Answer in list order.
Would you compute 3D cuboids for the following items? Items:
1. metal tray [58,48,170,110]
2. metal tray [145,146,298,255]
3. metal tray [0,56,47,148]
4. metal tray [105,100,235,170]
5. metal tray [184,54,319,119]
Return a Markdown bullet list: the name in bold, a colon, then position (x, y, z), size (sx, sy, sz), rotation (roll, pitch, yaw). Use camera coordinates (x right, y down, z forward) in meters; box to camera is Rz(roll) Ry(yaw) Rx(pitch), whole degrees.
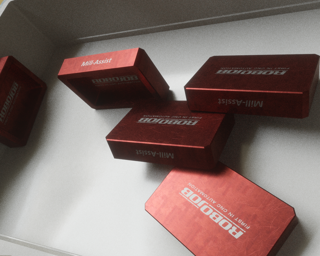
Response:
- **metal tray**: position (-0.064, -0.064, 0.434), size (0.130, 0.090, 0.030), rotation (-1, 62, 27)
- **metal tray**: position (0.058, 0.087, 0.318), size (0.130, 0.030, 0.090), rotation (33, 79, 37)
- **metal tray**: position (-0.249, -0.043, 0.517), size (0.030, 0.090, 0.130), rotation (-6, 59, 25)
- **metal tray**: position (0.013, 0.003, 0.369), size (0.130, 0.030, 0.090), rotation (3, 36, 29)
- **metal tray**: position (0.105, -0.052, 0.354), size (0.130, 0.030, 0.090), rotation (7, 38, 30)
